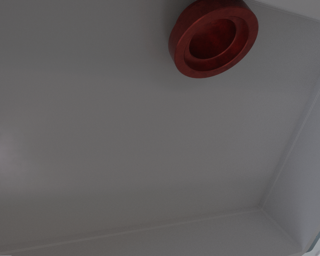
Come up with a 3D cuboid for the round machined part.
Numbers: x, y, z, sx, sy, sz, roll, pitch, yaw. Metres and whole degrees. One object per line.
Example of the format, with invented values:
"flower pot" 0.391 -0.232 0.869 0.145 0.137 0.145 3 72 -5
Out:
"round machined part" 0.055 -0.105 0.348 0.099 0.042 0.098 -16 148 -10
